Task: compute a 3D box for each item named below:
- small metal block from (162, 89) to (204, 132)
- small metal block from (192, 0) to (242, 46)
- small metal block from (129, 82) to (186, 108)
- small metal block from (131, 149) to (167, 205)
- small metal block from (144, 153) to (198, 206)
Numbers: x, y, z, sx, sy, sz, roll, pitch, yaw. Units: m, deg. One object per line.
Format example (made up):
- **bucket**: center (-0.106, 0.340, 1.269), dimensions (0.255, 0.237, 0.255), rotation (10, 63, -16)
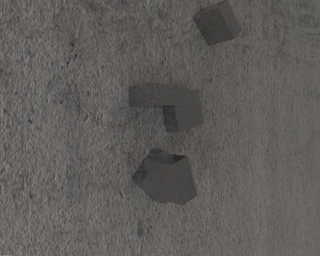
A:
- **small metal block**: center (0.031, -0.024, 0.430), dimensions (0.050, 0.025, 0.050), rotation (-17, 101, -39)
- **small metal block**: center (0.084, -0.155, 0.458), dimensions (0.025, 0.050, 0.050), rotation (-51, 120, -28)
- **small metal block**: center (-0.004, -0.039, 0.385), dimensions (0.050, 0.050, 0.025), rotation (0, 90, -40)
- **small metal block**: center (-0.002, 0.063, 0.403), dimensions (0.050, 0.025, 0.050), rotation (50, 61, -29)
- **small metal block**: center (0.012, 0.059, 0.366), dimensions (0.025, 0.050, 0.050), rotation (-25, 106, -37)
